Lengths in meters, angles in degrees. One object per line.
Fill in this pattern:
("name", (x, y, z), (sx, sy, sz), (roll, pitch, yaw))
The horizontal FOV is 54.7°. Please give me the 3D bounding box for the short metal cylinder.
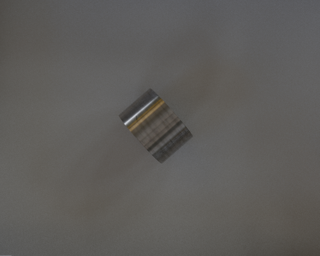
("short metal cylinder", (-0.005, -0.003, 0.381), (0.050, 0.080, 0.080), (-41, 91, 0))
